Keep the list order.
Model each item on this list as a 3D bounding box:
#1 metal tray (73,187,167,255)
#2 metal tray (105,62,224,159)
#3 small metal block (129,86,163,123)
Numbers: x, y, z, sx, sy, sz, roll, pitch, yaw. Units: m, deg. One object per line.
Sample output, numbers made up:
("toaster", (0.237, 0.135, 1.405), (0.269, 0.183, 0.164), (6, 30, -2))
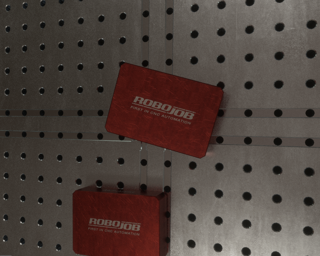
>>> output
("metal tray", (-0.057, 0.132, 0.429), (0.130, 0.030, 0.089), (0, 90, 19))
("metal tray", (0.005, -0.023, 0.393), (0.131, 0.030, 0.089), (16, 95, 6))
("small metal block", (-0.014, -0.028, 0.417), (0.050, 0.025, 0.050), (-3, 89, 19))
